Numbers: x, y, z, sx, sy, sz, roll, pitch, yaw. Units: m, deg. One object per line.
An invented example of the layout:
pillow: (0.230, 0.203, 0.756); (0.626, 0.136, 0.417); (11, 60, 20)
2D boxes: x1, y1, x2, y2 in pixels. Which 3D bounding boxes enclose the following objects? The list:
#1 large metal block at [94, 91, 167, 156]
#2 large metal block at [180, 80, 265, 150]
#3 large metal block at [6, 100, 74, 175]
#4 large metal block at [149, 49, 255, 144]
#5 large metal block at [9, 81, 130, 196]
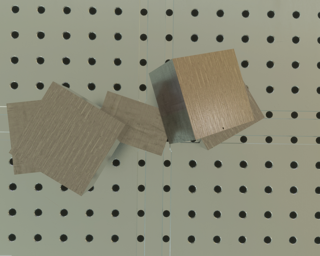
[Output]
large metal block: (-0.029, -0.005, 0.385); (0.080, 0.080, 0.050); (19, 90, -1)
large metal block: (0.073, -0.027, 0.402); (0.080, 0.050, 0.080); (-30, 90, 0)
large metal block: (-0.141, 0.009, 0.384); (0.050, 0.080, 0.079); (-6, 90, 0)
large metal block: (0.045, -0.034, 0.333); (0.081, 0.050, 0.080); (-16, 91, -29)
large metal block: (-0.088, 0.010, 0.319); (0.080, 0.050, 0.080); (31, 90, 0)
